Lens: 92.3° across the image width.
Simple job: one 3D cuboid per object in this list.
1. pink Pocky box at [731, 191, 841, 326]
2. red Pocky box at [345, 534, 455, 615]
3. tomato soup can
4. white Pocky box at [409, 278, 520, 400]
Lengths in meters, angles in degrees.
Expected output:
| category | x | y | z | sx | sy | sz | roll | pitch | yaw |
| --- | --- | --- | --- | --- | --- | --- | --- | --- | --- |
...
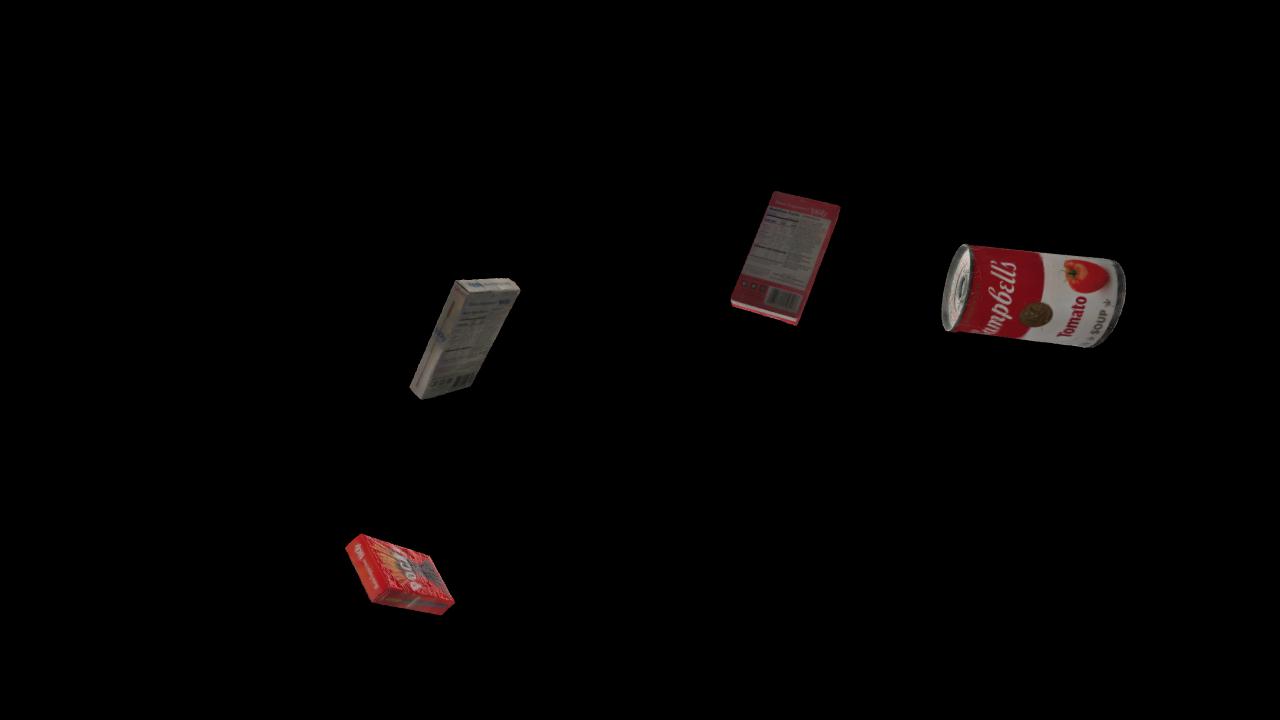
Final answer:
| category | x | y | z | sx | sy | sz | roll | pitch | yaw |
| --- | --- | --- | --- | --- | --- | --- | --- | --- | --- |
| pink Pocky box | 0.175 | -0.124 | 0.739 | 0.084 | 0.155 | 0.029 | 19 | -13 | 19 |
| red Pocky box | -0.293 | 0.269 | 0.763 | 0.028 | 0.083 | 0.155 | -39 | -29 | -7 |
| tomato soup can | 0.290 | -0.048 | 0.461 | 0.101 | 0.068 | 0.068 | 9 | 2 | 12 |
| white Pocky box | -0.202 | -0.025 | 0.709 | 0.028 | 0.154 | 0.084 | 42 | 27 | 18 |
